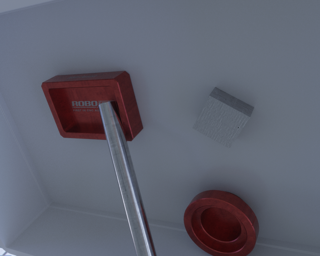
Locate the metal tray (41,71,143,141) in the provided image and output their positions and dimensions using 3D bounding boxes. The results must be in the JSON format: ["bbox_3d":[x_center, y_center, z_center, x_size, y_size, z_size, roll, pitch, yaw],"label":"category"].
[{"bbox_3d":[-0.095,-0.029,0.435,0.130,0.030,0.089,1,119,27],"label":"metal tray"}]

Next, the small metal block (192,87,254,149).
[{"bbox_3d":[0.073,-0.012,0.362,0.050,0.025,0.050,30,128,9],"label":"small metal block"}]

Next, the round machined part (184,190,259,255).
[{"bbox_3d":[0.086,0.127,0.425,0.098,0.042,0.097,12,117,24],"label":"round machined part"}]

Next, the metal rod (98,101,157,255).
[{"bbox_3d":[-0.031,0.112,0.397,0.025,0.025,0.298,-18,85,35],"label":"metal rod"}]
